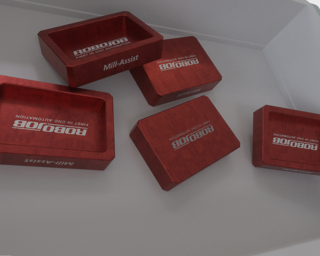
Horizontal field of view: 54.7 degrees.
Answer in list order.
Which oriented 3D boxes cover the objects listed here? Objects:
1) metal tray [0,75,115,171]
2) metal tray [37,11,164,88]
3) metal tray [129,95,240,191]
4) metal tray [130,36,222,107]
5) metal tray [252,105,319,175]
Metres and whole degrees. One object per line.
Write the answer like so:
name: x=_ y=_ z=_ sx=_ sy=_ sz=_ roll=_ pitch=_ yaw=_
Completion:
metal tray: x=-0.118 y=-0.004 z=0.340 sx=0.131 sy=0.030 sz=0.090 roll=7 pitch=59 yaw=-24
metal tray: x=-0.073 y=-0.105 z=0.393 sx=0.131 sy=0.030 sz=0.090 roll=-25 pitch=52 yaw=-28
metal tray: x=0.037 y=0.015 z=0.413 sx=0.131 sy=0.030 sz=0.090 roll=-23 pitch=74 yaw=-36
metal tray: x=0.022 y=-0.090 z=0.469 sx=0.131 sy=0.030 sz=0.090 roll=-19 pitch=72 yaw=-35
metal tray: x=0.208 y=0.021 z=0.469 sx=0.131 sy=0.030 sz=0.090 roll=9 pitch=74 yaw=-11
